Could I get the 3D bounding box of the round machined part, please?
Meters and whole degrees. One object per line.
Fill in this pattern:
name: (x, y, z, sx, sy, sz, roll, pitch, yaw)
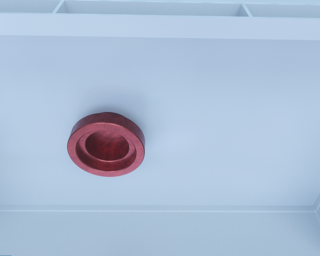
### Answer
round machined part: (-0.069, 0.017, 0.412, 0.099, 0.042, 0.097, -1, 130, 0)
